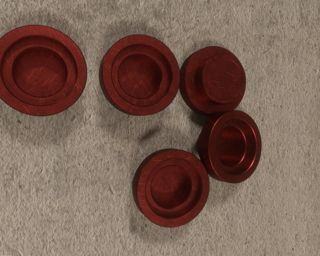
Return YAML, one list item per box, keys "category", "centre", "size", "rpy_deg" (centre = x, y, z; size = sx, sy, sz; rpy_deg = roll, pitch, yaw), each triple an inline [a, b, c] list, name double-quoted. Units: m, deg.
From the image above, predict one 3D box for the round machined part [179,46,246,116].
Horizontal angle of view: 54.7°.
- category: "round machined part"
  centre: [0.079, -0.066, 0.430]
  size: [0.099, 0.042, 0.097]
  rpy_deg: [0, 90, -21]

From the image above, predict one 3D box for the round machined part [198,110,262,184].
- category: "round machined part"
  centre: [0.091, 0.025, 0.429]
  size: [0.099, 0.042, 0.097]
  rpy_deg: [0, 90, -32]

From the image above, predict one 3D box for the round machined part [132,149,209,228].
- category: "round machined part"
  centre: [0.011, 0.075, 0.405]
  size: [0.099, 0.042, 0.097]
  rpy_deg: [0, 91, -20]

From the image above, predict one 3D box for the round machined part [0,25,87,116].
- category: "round machined part"
  centre: [-0.135, -0.062, 0.350]
  size: [0.099, 0.042, 0.097]
  rpy_deg: [0, 90, -21]

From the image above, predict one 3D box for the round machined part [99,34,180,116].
- category: "round machined part"
  centre: [-0.028, -0.064, 0.391]
  size: [0.099, 0.042, 0.097]
  rpy_deg: [0, 90, -21]
